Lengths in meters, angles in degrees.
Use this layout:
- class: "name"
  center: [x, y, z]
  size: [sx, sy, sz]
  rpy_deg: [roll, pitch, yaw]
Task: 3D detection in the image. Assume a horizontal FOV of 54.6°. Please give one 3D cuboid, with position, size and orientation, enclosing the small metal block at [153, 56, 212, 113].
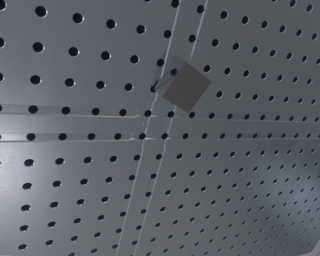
- class: "small metal block"
  center: [0.029, -0.054, 0.393]
  size: [0.050, 0.025, 0.050]
  rpy_deg: [28, 103, -38]
